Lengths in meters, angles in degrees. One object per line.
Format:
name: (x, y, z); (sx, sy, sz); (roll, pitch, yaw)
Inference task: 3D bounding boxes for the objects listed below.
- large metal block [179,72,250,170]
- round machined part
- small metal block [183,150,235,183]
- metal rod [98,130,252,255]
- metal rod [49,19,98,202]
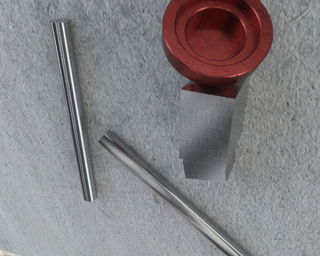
large metal block: (0.059, -0.016, 0.330); (0.050, 0.080, 0.079); (13, 124, 21)
round machined part: (0.051, -0.084, 0.293); (0.098, 0.098, 0.042); (32, 166, 7)
small metal block: (0.062, 0.040, 0.382); (0.050, 0.050, 0.025); (3, 120, 26)
metal rod: (0.030, 0.112, 0.459); (0.300, 0.025, 0.025); (42, 129, -1)
metal rod: (-0.123, -0.007, 0.465); (0.025, 0.025, 0.298); (13, 124, 21)
